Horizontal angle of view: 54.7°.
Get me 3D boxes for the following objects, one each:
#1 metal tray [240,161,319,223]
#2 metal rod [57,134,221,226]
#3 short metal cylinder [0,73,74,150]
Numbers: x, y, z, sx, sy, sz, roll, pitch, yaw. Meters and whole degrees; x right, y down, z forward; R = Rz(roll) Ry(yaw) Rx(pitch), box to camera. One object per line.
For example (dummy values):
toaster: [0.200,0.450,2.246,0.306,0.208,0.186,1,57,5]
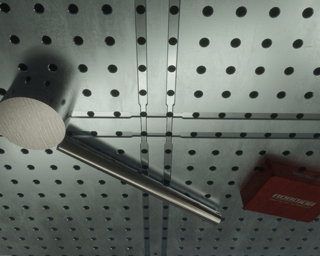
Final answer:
metal tray: [0.210,0.106,0.501,0.131,0.030,0.089,14,129,-12]
metal rod: [-0.018,0.090,0.487,0.301,0.025,0.025,31,123,-24]
short metal cylinder: [-0.151,-0.019,0.377,0.081,0.050,0.079,0,130,0]
